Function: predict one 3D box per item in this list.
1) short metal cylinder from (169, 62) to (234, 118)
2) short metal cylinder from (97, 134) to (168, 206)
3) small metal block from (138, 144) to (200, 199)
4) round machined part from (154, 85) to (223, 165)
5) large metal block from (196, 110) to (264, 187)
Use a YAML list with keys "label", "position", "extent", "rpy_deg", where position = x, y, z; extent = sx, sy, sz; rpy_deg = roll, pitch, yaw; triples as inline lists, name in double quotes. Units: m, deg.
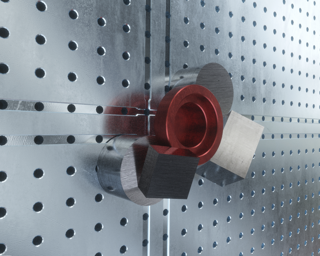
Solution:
- label: "short metal cylinder"
  position: [0.060, -0.050, 0.443]
  extent: [0.081, 0.050, 0.079]
  rpy_deg: [0, 90, -40]
- label: "short metal cylinder"
  position: [-0.027, 0.048, 0.370]
  extent: [0.081, 0.050, 0.079]
  rpy_deg: [0, 90, -40]
- label: "small metal block"
  position: [0.009, 0.048, 0.335]
  extent: [0.050, 0.025, 0.050]
  rpy_deg: [9, 104, -28]
- label: "round machined part"
  position: [0.031, -0.003, 0.386]
  extent: [0.099, 0.042, 0.097]
  rpy_deg: [0, 90, -40]
- label: "large metal block"
  position: [0.096, 0.032, 0.445]
  extent: [0.050, 0.080, 0.080]
  rpy_deg: [28, 69, -1]
